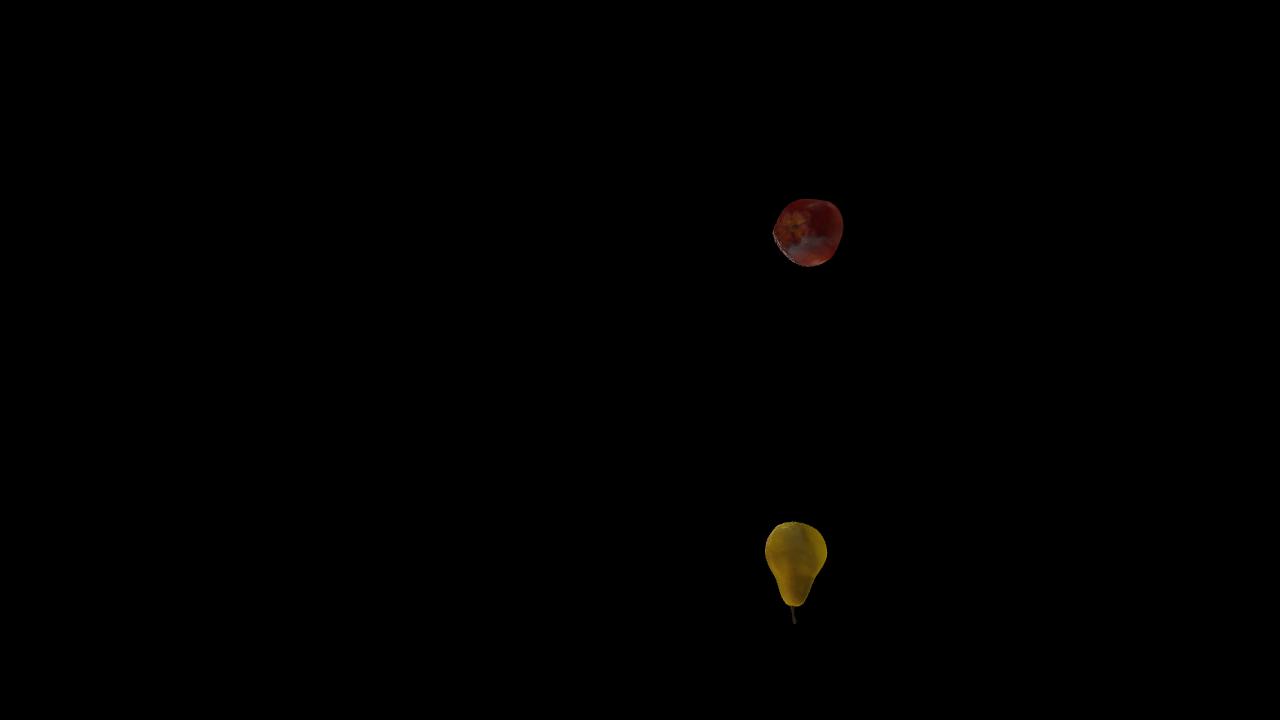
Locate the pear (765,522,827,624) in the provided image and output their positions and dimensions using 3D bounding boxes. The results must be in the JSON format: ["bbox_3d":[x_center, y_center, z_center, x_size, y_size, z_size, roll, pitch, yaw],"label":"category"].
[{"bbox_3d":[0.185,0.256,0.744,0.080,0.111,0.080,11,-34,7],"label":"pear"}]

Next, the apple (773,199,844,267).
[{"bbox_3d":[0.195,-0.149,0.712,0.079,0.079,0.093,0,-2,38],"label":"apple"}]
